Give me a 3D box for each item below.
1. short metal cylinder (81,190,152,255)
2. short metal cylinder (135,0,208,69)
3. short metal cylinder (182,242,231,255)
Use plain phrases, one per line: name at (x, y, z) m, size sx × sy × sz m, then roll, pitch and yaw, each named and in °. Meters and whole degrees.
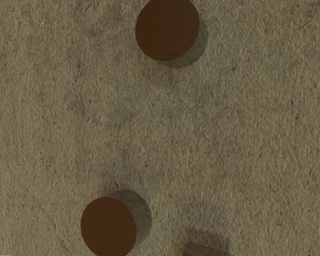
short metal cylinder at (-0.058, 0.127, 0.416) m, size 0.080 × 0.050 × 0.080 m, roll 0°, pitch 90°, yaw 20°
short metal cylinder at (0.016, -0.119, 0.390) m, size 0.080 × 0.050 × 0.080 m, roll 0°, pitch 90°, yaw 20°
short metal cylinder at (0.050, 0.181, 0.362) m, size 0.050 × 0.080 × 0.079 m, roll 10°, pitch 93°, yaw 20°
